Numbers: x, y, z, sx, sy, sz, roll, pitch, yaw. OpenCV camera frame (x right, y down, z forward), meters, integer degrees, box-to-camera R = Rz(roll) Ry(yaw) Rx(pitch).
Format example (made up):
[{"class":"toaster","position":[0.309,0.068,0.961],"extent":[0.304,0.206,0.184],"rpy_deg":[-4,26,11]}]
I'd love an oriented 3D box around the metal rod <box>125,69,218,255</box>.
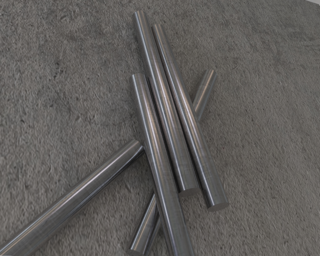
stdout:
[{"class":"metal rod","position":[0.028,0.022,0.405],"extent":[0.025,0.025,0.301],"rpy_deg":[32,51,-8]}]

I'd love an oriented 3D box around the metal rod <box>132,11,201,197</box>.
[{"class":"metal rod","position":[0.000,-0.053,0.416],"extent":[0.025,0.025,0.299],"rpy_deg":[3,54,-27]}]

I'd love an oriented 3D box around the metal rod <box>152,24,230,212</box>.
[{"class":"metal rod","position":[0.029,-0.035,0.415],"extent":[0.025,0.025,0.299],"rpy_deg":[3,52,-27]}]

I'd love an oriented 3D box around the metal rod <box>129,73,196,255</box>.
[{"class":"metal rod","position":[0.003,0.054,0.341],"extent":[0.025,0.025,0.299],"rpy_deg":[4,52,-26]}]

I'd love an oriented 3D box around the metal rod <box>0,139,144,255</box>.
[{"class":"metal rod","position":[-0.117,0.100,0.279],"extent":[0.025,0.025,0.302],"rpy_deg":[46,51,4]}]
